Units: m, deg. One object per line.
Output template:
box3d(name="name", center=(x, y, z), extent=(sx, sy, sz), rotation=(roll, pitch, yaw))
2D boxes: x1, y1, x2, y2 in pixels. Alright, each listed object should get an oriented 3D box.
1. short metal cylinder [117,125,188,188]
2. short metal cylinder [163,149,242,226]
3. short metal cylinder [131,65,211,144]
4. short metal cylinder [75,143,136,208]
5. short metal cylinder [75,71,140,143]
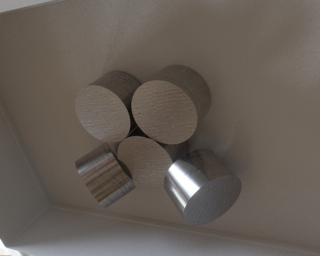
box3d(name="short metal cylinder", center=(-0.009, 0.033, 0.412), extent=(0.080, 0.050, 0.079), rotation=(13, 124, 20))
box3d(name="short metal cylinder", center=(0.052, 0.072, 0.379), extent=(0.050, 0.081, 0.079), rotation=(51, 143, 46))
box3d(name="short metal cylinder", center=(0.014, -0.028, 0.365), extent=(0.080, 0.050, 0.079), rotation=(13, 124, 20))
box3d(name="short metal cylinder", center=(-0.077, 0.067, 0.444), extent=(0.050, 0.080, 0.080), rotation=(-33, 104, -7))
box3d(name="short metal cylinder", center=(-0.062, -0.028, 0.403), extent=(0.080, 0.050, 0.079), rotation=(13, 124, 20))
